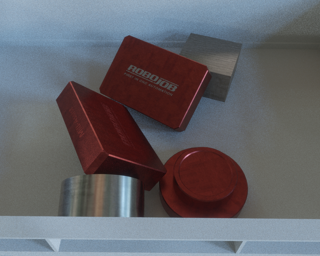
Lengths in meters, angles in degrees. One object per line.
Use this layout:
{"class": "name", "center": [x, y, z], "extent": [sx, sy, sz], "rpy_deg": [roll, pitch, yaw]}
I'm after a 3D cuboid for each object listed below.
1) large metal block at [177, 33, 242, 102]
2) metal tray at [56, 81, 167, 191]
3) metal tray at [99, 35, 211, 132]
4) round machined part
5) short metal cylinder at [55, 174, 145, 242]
{"class": "large metal block", "center": [0.072, -0.093, 0.468], "extent": [0.080, 0.050, 0.080], "rpy_deg": [16, 52, 12]}
{"class": "metal tray", "center": [-0.057, 0.007, 0.348], "extent": [0.030, 0.090, 0.130], "rpy_deg": [-50, 47, 15]}
{"class": "metal tray", "center": [-0.008, -0.062, 0.422], "extent": [0.130, 0.030, 0.090], "rpy_deg": [27, 91, 20]}
{"class": "round machined part", "center": [0.048, 0.060, 0.344], "extent": [0.099, 0.042, 0.098], "rpy_deg": [0, 50, 0]}
{"class": "short metal cylinder", "center": [-0.055, 0.079, 0.295], "extent": [0.081, 0.080, 0.050], "rpy_deg": [-1, 65, -1]}
